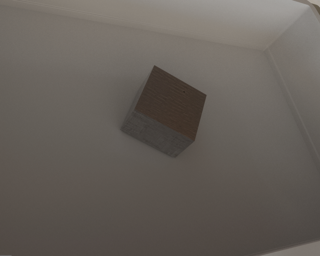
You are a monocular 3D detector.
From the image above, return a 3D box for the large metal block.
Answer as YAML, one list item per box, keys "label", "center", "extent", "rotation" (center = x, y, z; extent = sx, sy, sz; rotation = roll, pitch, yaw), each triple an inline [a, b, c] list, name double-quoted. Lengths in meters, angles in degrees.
- label: "large metal block"
  center: [0.006, -0.021, 0.401]
  extent: [0.080, 0.050, 0.080]
  rotation: [28, 52, -11]
